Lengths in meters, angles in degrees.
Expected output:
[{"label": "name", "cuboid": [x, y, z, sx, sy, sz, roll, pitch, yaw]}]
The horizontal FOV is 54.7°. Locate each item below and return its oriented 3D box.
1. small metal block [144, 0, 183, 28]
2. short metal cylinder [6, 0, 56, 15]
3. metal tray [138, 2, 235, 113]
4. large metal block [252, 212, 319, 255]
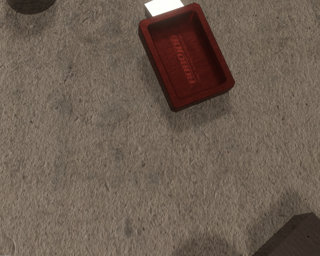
[{"label": "small metal block", "cuboid": [0.011, -0.172, 0.471, 0.050, 0.025, 0.050, -28, 73, -10]}, {"label": "short metal cylinder", "cuboid": [-0.205, -0.223, 0.474, 0.081, 0.050, 0.080, 0, 70, 0]}, {"label": "metal tray", "cuboid": [0.035, -0.097, 0.427, 0.091, 0.030, 0.129, -22, 83, -8]}, {"label": "large metal block", "cuboid": [0.161, 0.153, 0.341, 0.080, 0.050, 0.080, -37, 75, -13]}]
